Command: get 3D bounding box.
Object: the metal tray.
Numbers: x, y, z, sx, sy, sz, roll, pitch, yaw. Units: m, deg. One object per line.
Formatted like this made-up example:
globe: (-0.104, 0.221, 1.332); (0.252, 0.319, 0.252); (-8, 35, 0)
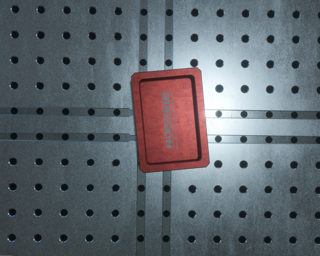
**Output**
metal tray: (0.013, -0.010, 0.411); (0.091, 0.030, 0.129); (-5, 90, -1)
